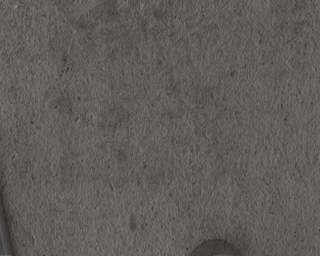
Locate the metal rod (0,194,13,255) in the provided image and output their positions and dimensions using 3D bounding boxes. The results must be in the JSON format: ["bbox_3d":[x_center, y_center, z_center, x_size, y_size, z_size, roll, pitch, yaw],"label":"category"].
[{"bbox_3d":[-0.214,0.143,0.408,0.025,0.025,0.298,-12,90,0],"label":"metal rod"}]

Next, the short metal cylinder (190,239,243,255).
[{"bbox_3d":[0.077,0.192,0.398,0.081,0.050,0.080,0,90,0],"label":"short metal cylinder"}]
